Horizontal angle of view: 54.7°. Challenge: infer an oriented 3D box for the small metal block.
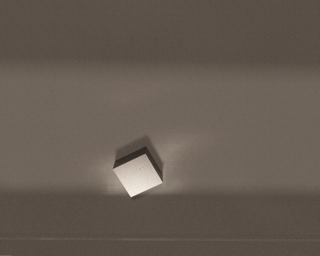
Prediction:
[{"bbox_3d":[-0.030,0.061,0.434,0.050,0.025,0.050,-26,108,9],"label":"small metal block"}]
